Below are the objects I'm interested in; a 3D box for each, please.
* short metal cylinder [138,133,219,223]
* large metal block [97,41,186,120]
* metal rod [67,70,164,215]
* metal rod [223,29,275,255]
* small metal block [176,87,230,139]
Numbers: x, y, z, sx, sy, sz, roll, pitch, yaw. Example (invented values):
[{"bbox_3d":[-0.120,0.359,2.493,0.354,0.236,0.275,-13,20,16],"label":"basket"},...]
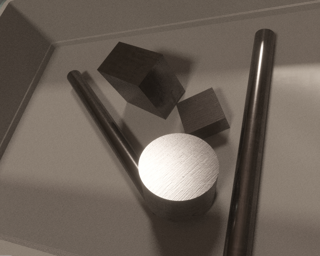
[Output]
[{"bbox_3d":[0.020,0.052,0.329,0.080,0.050,0.080,-2,50,2],"label":"short metal cylinder"},{"bbox_3d":[-0.024,-0.064,0.421,0.080,0.080,0.050,26,76,36],"label":"large metal block"},{"bbox_3d":[-0.073,0.000,0.442,0.025,0.025,0.300,-41,51,0],"label":"metal rod"},{"bbox_3d":[0.102,0.010,0.345,0.025,0.025,0.300,1,62,28],"label":"metal rod"},{"bbox_3d":[0.053,-0.016,0.387,0.050,0.025,0.050,-24,53,13],"label":"small metal block"}]
